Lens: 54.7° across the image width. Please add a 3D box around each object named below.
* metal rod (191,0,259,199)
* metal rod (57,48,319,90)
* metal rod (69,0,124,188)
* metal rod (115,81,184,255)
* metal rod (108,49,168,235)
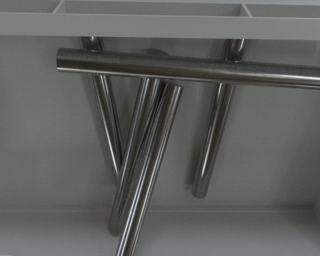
[{"bbox_3d":[0.074,-0.010,0.401,0.025,0.025,0.298,3,130,-3],"label":"metal rod"},{"bbox_3d":[0.049,-0.060,0.324,0.302,0.025,0.025,3,130,-4],"label":"metal rod"},{"bbox_3d":[-0.066,-0.012,0.397,0.025,0.025,0.298,-3,130,2],"label":"metal rod"},{"bbox_3d":[-0.023,0.087,0.404,0.025,0.025,0.298,13,104,-11],"label":"metal rod"},{"bbox_3d":[-0.037,0.039,0.418,0.025,0.025,0.298,10,122,-9],"label":"metal rod"}]
